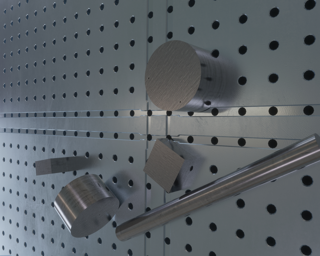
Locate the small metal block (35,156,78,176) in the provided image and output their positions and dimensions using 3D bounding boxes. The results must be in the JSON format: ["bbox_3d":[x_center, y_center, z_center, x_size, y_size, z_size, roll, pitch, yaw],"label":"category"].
[{"bbox_3d":[-0.181,0.066,0.543,0.050,0.050,0.025,-12,82,39],"label":"small metal block"}]

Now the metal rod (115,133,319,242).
[{"bbox_3d":[0.047,0.085,0.370,0.299,0.025,0.025,-34,69,34],"label":"metal rod"}]

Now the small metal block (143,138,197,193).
[{"bbox_3d":[0.012,0.047,0.400,0.050,0.025,0.050,36,112,34],"label":"small metal block"}]

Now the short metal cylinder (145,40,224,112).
[{"bbox_3d":[0.029,-0.059,0.370,0.080,0.050,0.079,0,90,40],"label":"short metal cylinder"}]

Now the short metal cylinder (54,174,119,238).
[{"bbox_3d":[-0.109,0.116,0.463,0.050,0.081,0.080,43,116,31],"label":"short metal cylinder"}]
